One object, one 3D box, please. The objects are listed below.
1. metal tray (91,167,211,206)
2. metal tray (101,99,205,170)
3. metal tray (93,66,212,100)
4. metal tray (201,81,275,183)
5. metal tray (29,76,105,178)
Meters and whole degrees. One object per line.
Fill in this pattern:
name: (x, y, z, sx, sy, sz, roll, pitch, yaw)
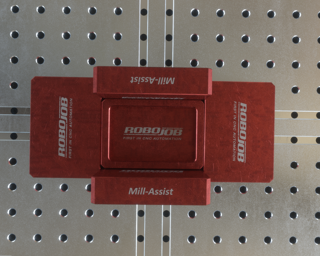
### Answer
metal tray: (-0.010, 0.068, 0.379, 0.131, 0.090, 0.030, 1, 90, -1)
metal tray: (-0.009, 0.008, 0.408, 0.131, 0.030, 0.089, 1, 90, -1)
metal tray: (-0.008, -0.052, 0.381, 0.131, 0.090, 0.030, 1, 90, -1)
metal tray: (0.102, 0.005, 0.410, 0.091, 0.030, 0.129, 1, 90, -2)
metal tray: (-0.120, -0.001, 0.409, 0.091, 0.030, 0.129, 1, 90, -1)
